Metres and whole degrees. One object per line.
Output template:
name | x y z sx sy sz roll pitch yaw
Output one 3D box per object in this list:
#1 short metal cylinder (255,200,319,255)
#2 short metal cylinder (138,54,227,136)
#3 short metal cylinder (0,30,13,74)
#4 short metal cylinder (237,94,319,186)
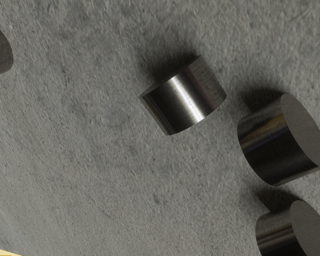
short metal cylinder | 0.161 0.134 0.369 0.080 0.080 0.050 45 129 -4
short metal cylinder | 0.024 -0.036 0.336 0.080 0.080 0.050 -27 104 37
short metal cylinder | -0.269 -0.112 0.460 0.080 0.050 0.079 13 124 20
short metal cylinder | 0.124 0.013 0.313 0.050 0.080 0.080 -35 99 38
